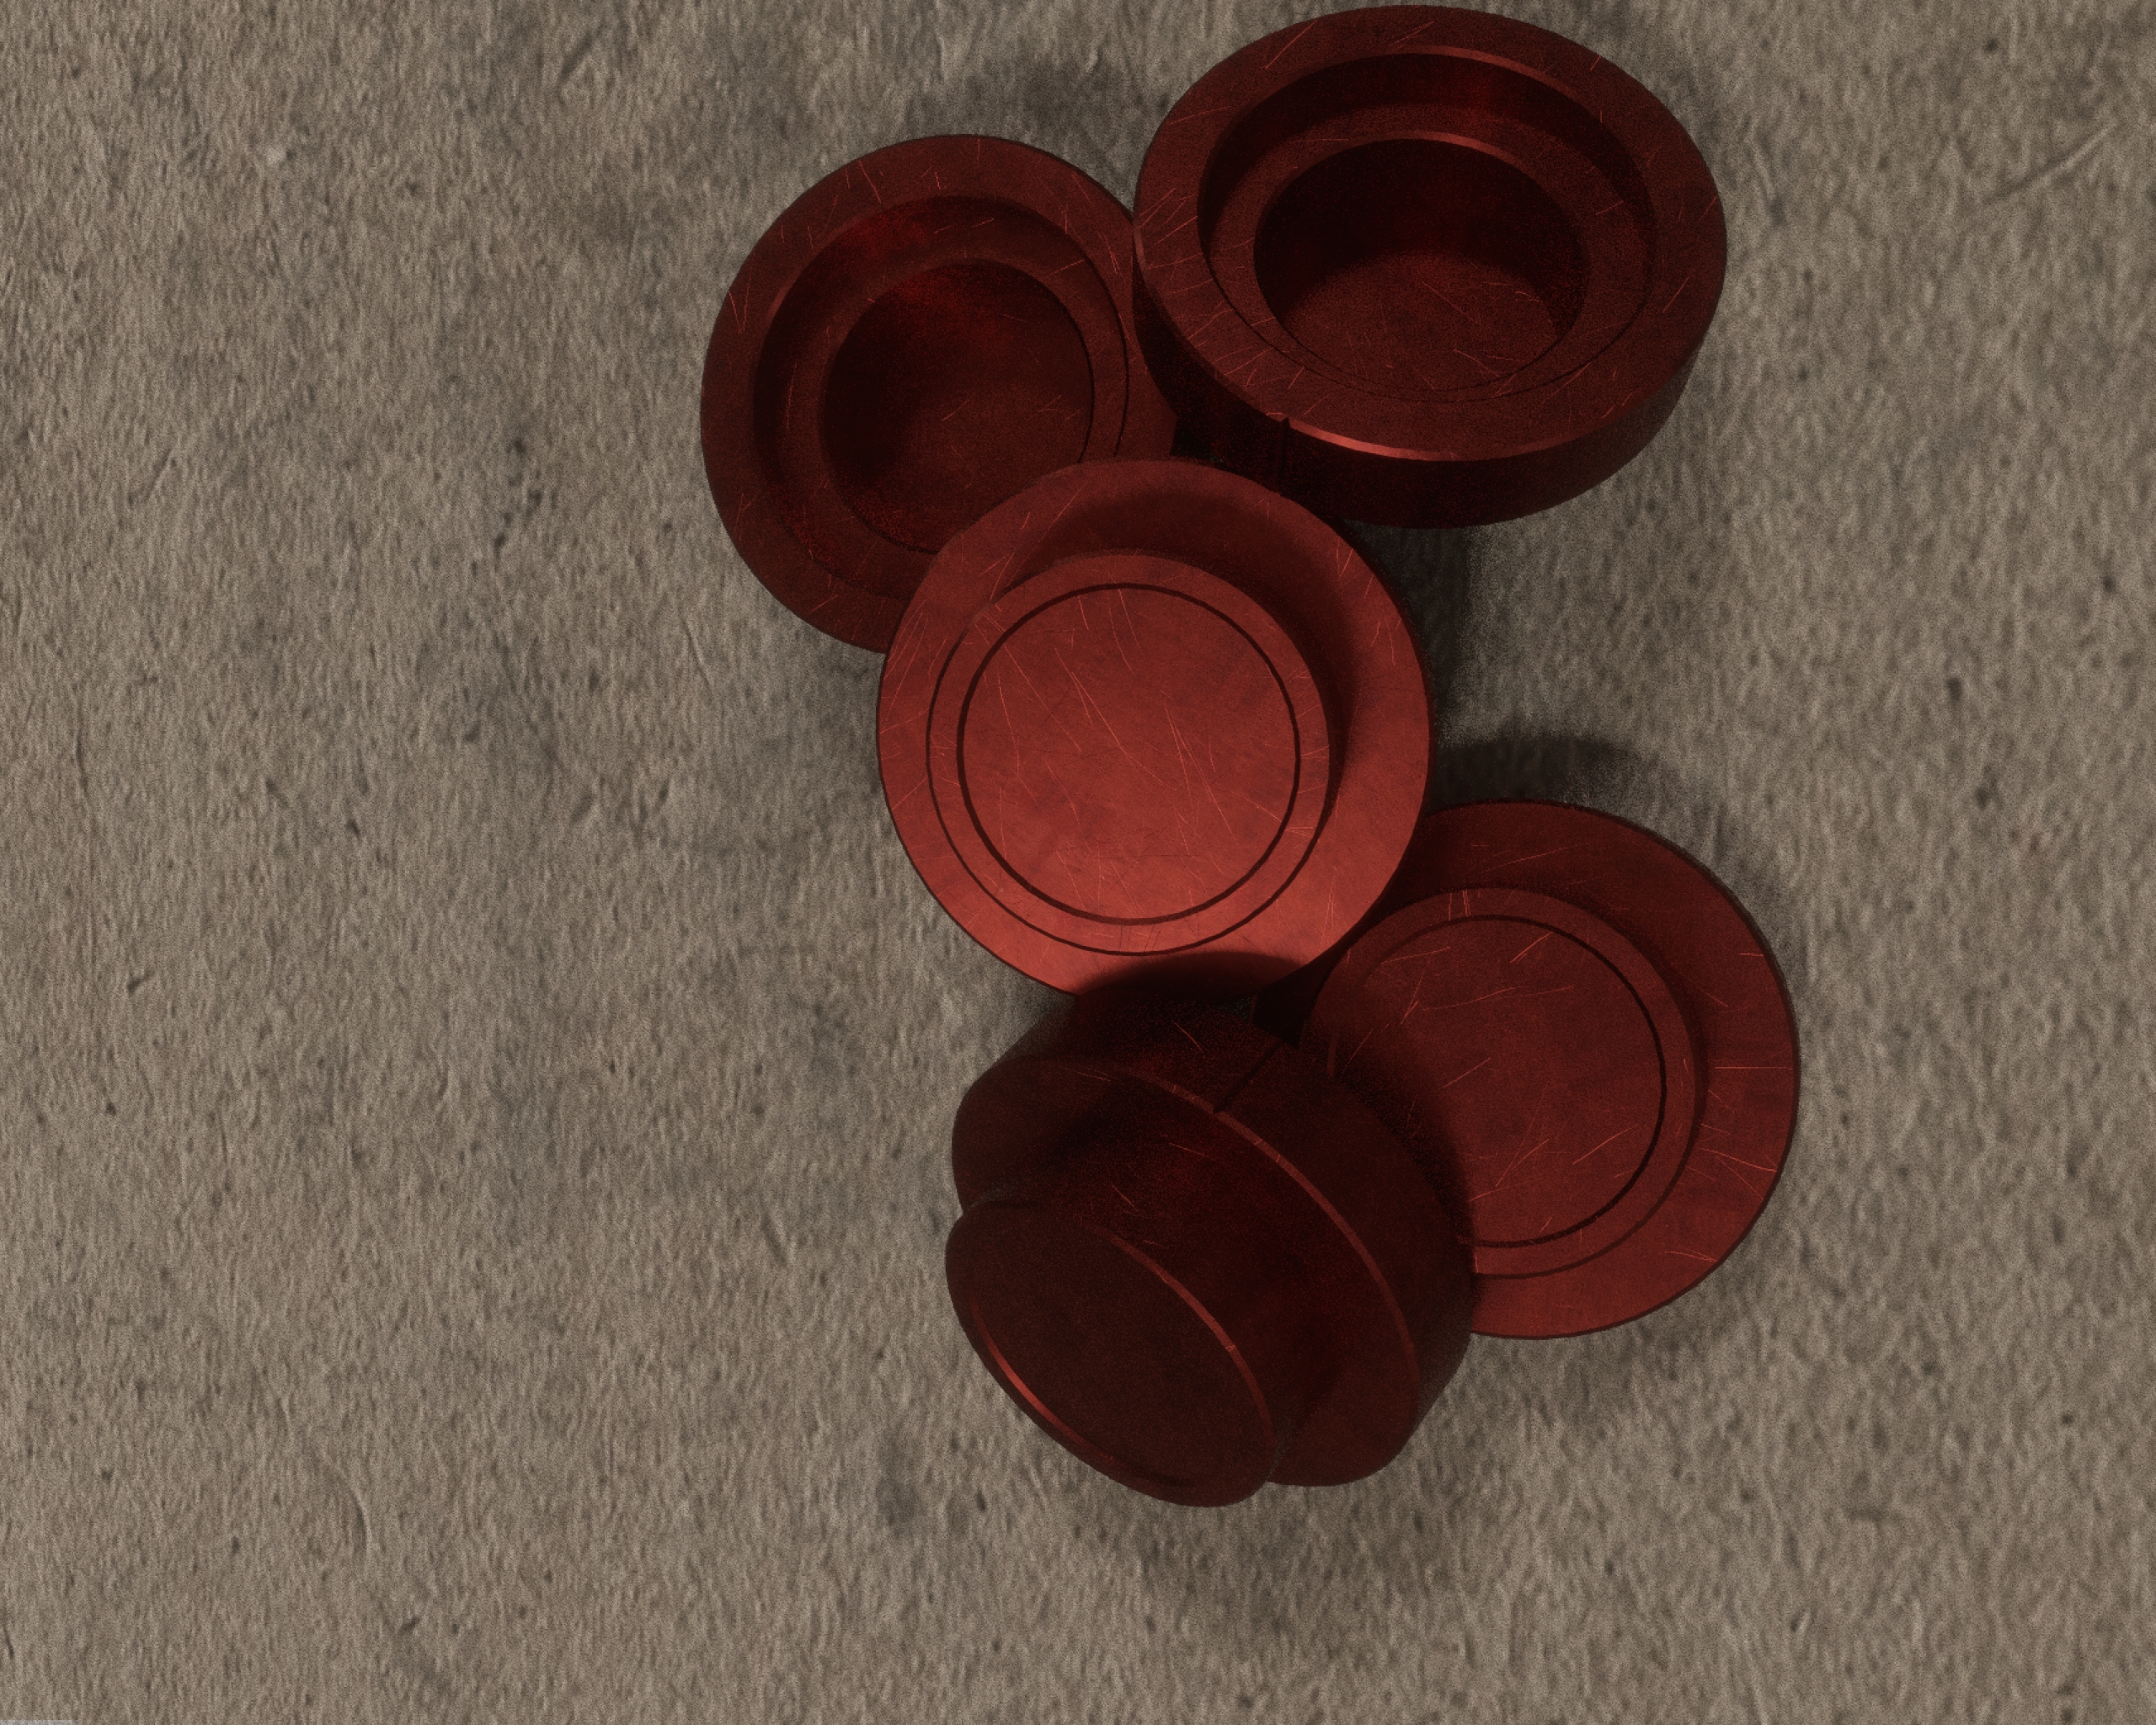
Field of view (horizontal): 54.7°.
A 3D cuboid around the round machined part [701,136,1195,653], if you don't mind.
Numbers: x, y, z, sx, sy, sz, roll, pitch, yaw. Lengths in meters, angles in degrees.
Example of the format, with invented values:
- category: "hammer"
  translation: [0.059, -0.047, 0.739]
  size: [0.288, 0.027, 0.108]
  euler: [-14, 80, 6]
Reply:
- category: "round machined part"
  translation: [-0.020, -0.087, 0.407]
  size: [0.098, 0.042, 0.097]
  euler: [0, 90, 19]

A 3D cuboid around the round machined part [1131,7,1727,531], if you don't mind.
- category: "round machined part"
  translation: [0.059, -0.098, 0.365]
  size: [0.099, 0.042, 0.098]
  euler: [0, 65, 0]

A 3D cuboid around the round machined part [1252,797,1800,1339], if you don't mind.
- category: "round machined part"
  translation: [0.077, 0.037, 0.373]
  size: [0.098, 0.042, 0.097]
  euler: [0, 90, 19]

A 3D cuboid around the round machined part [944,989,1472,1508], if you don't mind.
- category: "round machined part"
  translation: [0.016, 0.074, 0.368]
  size: [0.098, 0.042, 0.097]
  euler: [24, 136, 26]

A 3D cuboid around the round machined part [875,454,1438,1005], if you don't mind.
- category: "round machined part"
  translation: [0.012, -0.021, 0.361]
  size: [0.098, 0.042, 0.097]
  euler: [2, 101, 11]
